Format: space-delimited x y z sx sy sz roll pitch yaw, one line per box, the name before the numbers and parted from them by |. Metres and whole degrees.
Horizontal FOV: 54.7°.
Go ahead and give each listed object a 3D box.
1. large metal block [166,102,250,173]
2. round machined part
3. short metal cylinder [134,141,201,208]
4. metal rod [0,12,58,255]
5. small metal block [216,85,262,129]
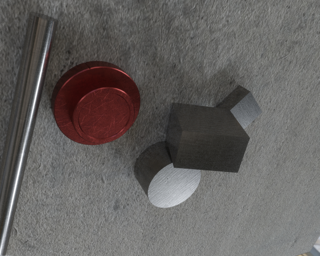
large metal block | 0.056 0.010 0.396 0.081 0.080 0.050 6 117 -10
round machined part | -0.067 -0.022 0.347 0.099 0.042 0.097 -14 125 -21
short metal cylinder | 0.010 0.065 0.438 0.081 0.050 0.079 -14 125 -21
metal rod | -0.157 0.027 0.338 0.025 0.025 0.298 7 115 -32
small metal block | 0.116 -0.026 0.456 0.050 0.025 0.050 -43 130 1
